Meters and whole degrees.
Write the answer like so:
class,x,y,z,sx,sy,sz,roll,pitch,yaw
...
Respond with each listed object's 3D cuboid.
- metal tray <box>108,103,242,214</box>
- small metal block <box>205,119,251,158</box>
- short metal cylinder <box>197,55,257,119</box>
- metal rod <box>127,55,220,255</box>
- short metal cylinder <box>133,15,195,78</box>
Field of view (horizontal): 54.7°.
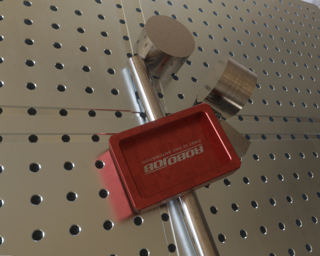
class,x,y,z,sx,sy,sz,roll,pitch,yaw
metal tray,0.016,0.032,0.363,0.131,0.030,0.090,-20,70,-14
small metal block,0.086,0.023,0.425,0.050,0.050,0.025,40,51,-2
short metal cylinder,0.098,-0.061,0.463,0.050,0.080,0.080,30,52,-10
metal rod,0.013,0.034,0.394,0.025,0.025,0.299,-7,65,-31
short metal cylinder,0.006,-0.123,0.470,0.081,0.050,0.080,14,56,-21
